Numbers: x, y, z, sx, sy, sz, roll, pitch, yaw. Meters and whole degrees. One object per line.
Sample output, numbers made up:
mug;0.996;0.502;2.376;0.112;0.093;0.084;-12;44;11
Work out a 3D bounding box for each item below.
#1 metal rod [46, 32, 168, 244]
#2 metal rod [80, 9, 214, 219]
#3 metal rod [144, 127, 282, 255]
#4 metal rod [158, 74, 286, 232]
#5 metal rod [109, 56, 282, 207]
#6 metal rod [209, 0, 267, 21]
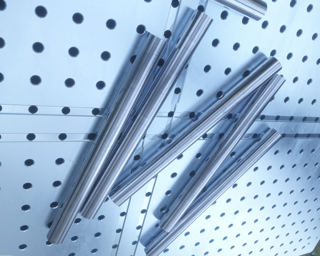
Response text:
metal rod;-0.072;0.024;0.385;0.025;0.025;0.299;18;109;-35
metal rod;-0.025;-0.007;0.392;0.025;0.025;0.299;21;107;-36
metal rod;0.089;0.112;0.527;0.300;0.025;0.025;-44;129;2
metal rod;0.091;0.043;0.486;0.025;0.025;0.299;26;104;-37
metal rod;0.050;0.004;0.439;0.300;0.025;0.025;-40;129;-1
metal rod;-0.003;-0.165;0.306;0.302;0.025;0.025;9;114;-32
